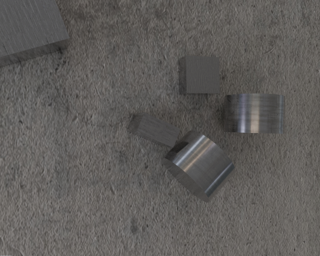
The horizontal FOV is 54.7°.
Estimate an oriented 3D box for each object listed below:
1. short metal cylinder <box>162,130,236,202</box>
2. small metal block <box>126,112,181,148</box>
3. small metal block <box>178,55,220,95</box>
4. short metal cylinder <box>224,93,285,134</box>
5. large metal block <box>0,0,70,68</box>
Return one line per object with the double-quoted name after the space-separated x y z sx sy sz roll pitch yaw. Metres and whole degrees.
0.049 0.049 0.398 0.050 0.080 0.080 -45 104 -14 "short metal cylinder"
-0.010 0.003 0.392 0.050 0.050 0.025 25 82 -19 "small metal block"
0.054 -0.072 0.429 0.050 0.025 0.050 -2 91 -20 "small metal block"
0.129 -0.018 0.428 0.081 0.080 0.050 2 90 -20 "short metal cylinder"
-0.155 -0.120 0.339 0.081 0.050 0.080 -23 98 -19 "large metal block"
